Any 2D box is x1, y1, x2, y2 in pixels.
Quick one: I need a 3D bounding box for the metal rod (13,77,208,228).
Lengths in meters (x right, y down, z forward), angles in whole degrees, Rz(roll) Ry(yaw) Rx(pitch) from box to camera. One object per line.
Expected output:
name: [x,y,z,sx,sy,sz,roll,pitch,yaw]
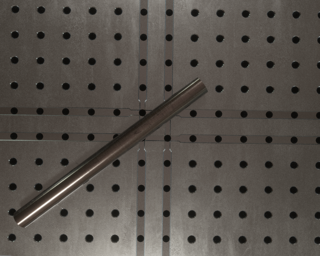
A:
metal rod: [-0.064,0.032,0.412,0.301,0.025,0.025,-37,90,-1]
